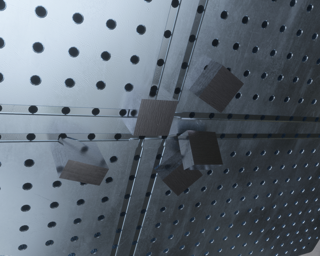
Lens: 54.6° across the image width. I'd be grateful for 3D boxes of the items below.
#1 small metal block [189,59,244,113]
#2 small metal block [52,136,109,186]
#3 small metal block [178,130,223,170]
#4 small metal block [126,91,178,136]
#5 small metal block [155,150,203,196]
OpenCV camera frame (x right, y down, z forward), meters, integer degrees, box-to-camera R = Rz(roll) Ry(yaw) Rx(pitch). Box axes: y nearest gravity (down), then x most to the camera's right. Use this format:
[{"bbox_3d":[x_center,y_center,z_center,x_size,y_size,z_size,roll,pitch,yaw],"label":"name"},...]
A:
[{"bbox_3d":[0.076,-0.056,0.418,0.050,0.025,0.050,29,102,-38],"label":"small metal block"},{"bbox_3d":[-0.095,0.039,0.367,0.050,0.050,0.025,20,108,-36],"label":"small metal block"},{"bbox_3d":[0.057,0.032,0.442,0.050,0.050,0.025,4,155,-30],"label":"small metal block"},{"bbox_3d":[-0.010,-0.018,0.394,0.050,0.025,0.050,1,118,-29],"label":"small metal block"},{"bbox_3d":[0.029,0.067,0.468,0.050,0.025,0.050,-40,129,-1],"label":"small metal block"}]
